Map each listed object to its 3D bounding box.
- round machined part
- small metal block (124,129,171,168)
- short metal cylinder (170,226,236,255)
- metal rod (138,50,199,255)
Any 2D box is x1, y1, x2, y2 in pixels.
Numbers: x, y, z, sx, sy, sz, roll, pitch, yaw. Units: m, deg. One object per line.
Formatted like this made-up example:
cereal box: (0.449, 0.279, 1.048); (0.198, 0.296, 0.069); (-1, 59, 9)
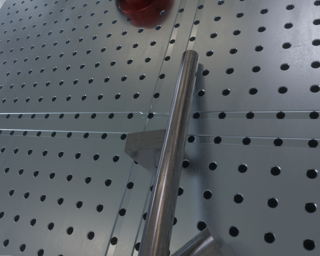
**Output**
round machined part: (-0.033, -0.248, 0.567); (0.098, 0.042, 0.098); (-13, 56, 21)
small metal block: (-0.008, 0.026, 0.380); (0.050, 0.050, 0.025); (-7, 59, 24)
short metal cylinder: (0.047, 0.133, 0.266); (0.050, 0.080, 0.080); (-39, 51, 2)
metal rod: (0.018, 0.007, 0.350); (0.025, 0.025, 0.300); (-9, 44, 23)
